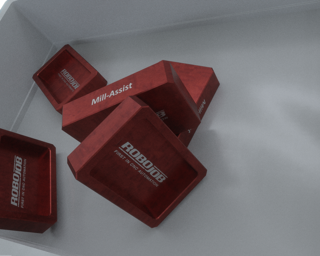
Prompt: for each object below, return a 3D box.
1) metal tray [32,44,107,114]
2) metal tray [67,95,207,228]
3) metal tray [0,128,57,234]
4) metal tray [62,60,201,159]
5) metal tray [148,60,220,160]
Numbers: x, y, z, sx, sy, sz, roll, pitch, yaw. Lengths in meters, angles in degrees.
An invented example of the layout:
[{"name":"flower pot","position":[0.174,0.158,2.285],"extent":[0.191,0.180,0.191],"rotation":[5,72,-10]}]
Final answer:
[{"name":"metal tray","position":[-0.159,-0.084,0.537],"extent":[0.090,0.030,0.130],"rotation":[-45,51,-3]},{"name":"metal tray","position":[-0.017,0.040,0.320],"extent":[0.090,0.130,0.030],"rotation":[-46,40,-4]},{"name":"metal tray","position":[-0.187,0.069,0.414],"extent":[0.030,0.090,0.130],"rotation":[-40,46,27]},{"name":"metal tray","position":[-0.030,-0.014,0.348],"extent":[0.130,0.090,0.030],"rotation":[-21,54,15]},{"name":"metal tray","position":[0.011,-0.026,0.413],"extent":[0.090,0.030,0.130],"rotation":[18,71,35]}]
